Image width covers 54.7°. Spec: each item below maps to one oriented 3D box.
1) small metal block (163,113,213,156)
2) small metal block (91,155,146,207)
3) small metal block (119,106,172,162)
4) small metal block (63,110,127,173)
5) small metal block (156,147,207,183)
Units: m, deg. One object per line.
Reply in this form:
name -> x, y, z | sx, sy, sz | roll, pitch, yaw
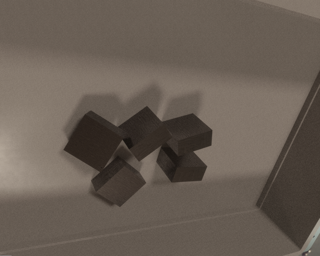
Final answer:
small metal block -> 0.035, 0.008, 0.418 | 0.050, 0.050, 0.025 | -16, 125, -20
small metal block -> -0.056, 0.074, 0.425 | 0.050, 0.025, 0.050 | -43, 130, 1
small metal block -> -0.021, 0.006, 0.386 | 0.050, 0.050, 0.025 | -36, 130, -5
small metal block -> -0.075, 0.015, 0.363 | 0.050, 0.025, 0.050 | 33, 102, -5
small metal block -> 0.030, 0.051, 0.443 | 0.050, 0.050, 0.025 | 3, 117, -30
